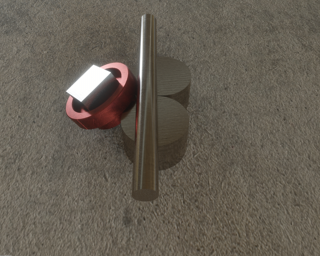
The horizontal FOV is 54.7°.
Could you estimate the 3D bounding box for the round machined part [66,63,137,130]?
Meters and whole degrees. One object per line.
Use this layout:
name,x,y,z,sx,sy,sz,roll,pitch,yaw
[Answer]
round machined part,-0.071,-0.036,0.407,0.098,0.042,0.098,-20,44,21

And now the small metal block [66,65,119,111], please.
small metal block,-0.084,-0.049,0.393,0.050,0.025,0.050,-48,41,-11

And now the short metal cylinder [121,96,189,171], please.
short metal cylinder,-0.006,0.006,0.383,0.081,0.050,0.080,0,49,0

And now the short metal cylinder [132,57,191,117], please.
short metal cylinder,0.002,-0.056,0.435,0.081,0.050,0.080,0,50,0

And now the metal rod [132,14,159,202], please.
metal rod,-0.016,-0.052,0.384,0.025,0.025,0.300,-1,50,-1
